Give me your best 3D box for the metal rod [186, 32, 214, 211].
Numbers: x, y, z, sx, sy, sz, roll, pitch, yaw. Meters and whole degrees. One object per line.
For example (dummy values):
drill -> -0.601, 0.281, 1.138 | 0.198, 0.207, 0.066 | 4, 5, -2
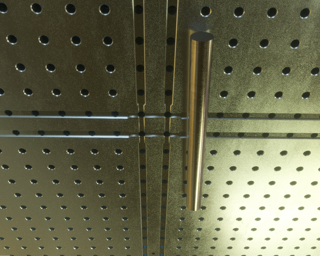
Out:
metal rod -> 0.051, 0.016, 0.426 | 0.025, 0.025, 0.298 | -2, 130, 1
